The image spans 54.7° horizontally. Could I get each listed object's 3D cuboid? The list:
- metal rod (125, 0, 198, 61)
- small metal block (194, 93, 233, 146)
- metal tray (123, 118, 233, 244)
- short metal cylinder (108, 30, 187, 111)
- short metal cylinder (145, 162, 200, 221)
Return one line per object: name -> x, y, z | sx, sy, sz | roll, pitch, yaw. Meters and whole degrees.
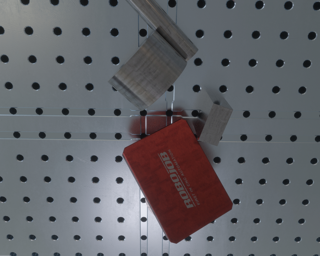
metal rod -> -0.066, -0.190, 0.342 | 0.025, 0.025, 0.300 | -42, 105, 14
small metal block -> 0.067, -0.012, 0.396 | 0.025, 0.050, 0.050 | 17, 109, -6
metal tray -> 0.021, 0.065, 0.394 | 0.091, 0.030, 0.130 | -28, 86, -13
short metal cylinder -> -0.015, -0.066, 0.360 | 0.050, 0.080, 0.080 | 43, 105, -14
short metal cylinder -> 0.021, 0.083, 0.431 | 0.081, 0.050, 0.079 | 0, 110, 0
